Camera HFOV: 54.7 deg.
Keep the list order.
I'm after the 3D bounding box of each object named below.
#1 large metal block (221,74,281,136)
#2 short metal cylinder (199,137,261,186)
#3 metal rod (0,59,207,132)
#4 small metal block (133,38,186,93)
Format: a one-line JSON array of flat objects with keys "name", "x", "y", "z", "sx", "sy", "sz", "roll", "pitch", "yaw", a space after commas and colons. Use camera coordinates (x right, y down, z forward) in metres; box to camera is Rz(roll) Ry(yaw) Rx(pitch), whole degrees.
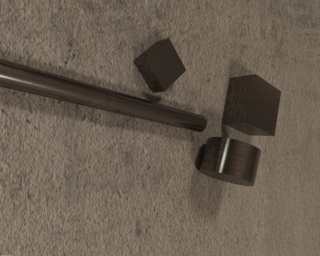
[{"name": "large metal block", "x": 0.155, "y": -0.036, "z": 0.522, "sx": 0.080, "sy": 0.050, "sz": 0.080, "roll": 20, "pitch": 77, "yaw": -39}, {"name": "short metal cylinder", "x": 0.104, "y": 0.050, "z": 0.459, "sx": 0.080, "sy": 0.080, "sz": 0.050, "roll": 27, "pitch": 73, "yaw": -37}, {"name": "metal rod", "x": -0.054, "y": -0.031, "z": 0.361, "sx": 0.302, "sy": 0.025, "sz": 0.025, "roll": 12, "pitch": 82, "yaw": -40}, {"name": "small metal block", "x": 0.001, "y": -0.082, "z": 0.407, "sx": 0.050, "sy": 0.025, "sz": 0.050, "roll": -47, "pitch": 119, "yaw": -30}]
